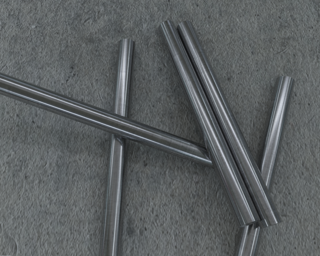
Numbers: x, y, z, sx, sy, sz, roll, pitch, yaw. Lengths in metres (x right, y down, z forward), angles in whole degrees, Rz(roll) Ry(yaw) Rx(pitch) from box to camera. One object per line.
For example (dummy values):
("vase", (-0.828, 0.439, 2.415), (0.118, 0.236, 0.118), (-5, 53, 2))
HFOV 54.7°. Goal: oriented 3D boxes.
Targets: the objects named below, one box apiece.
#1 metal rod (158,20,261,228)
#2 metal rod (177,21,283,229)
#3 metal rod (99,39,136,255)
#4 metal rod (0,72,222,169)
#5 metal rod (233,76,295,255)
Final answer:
("metal rod", (0.052, -0.024, 0.397), (0.025, 0.025, 0.299), (-16, 63, -6))
("metal rod", (0.079, -0.022, 0.401), (0.025, 0.025, 0.299), (-16, 65, -6))
("metal rod", (-0.053, 0.017, 0.401), (0.025, 0.025, 0.299), (2, 70, 0))
("metal rod", (-0.068, -0.009, 0.379), (0.302, 0.025, 0.025), (20, 71, -6))
("metal rod", (0.127, 0.067, 0.384), (0.025, 0.025, 0.300), (18, 71, 6))
